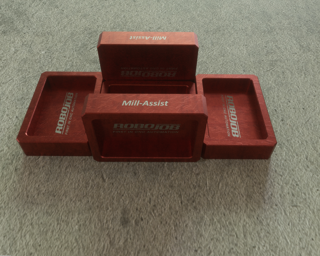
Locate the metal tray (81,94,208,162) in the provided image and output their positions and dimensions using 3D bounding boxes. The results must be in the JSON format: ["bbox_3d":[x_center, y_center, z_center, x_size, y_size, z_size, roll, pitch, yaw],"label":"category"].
[{"bbox_3d":[-0.016,0.002,0.358,0.131,0.089,0.030,0,50,0],"label":"metal tray"}]

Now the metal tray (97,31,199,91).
[{"bbox_3d":[-0.016,-0.089,0.437,0.131,0.089,0.030,0,50,-1],"label":"metal tray"}]

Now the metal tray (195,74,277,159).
[{"bbox_3d":[0.095,-0.019,0.419,0.091,0.030,0.130,1,50,0],"label":"metal tray"}]

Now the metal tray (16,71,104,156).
[{"bbox_3d":[-0.126,-0.023,0.419,0.091,0.030,0.130,1,50,0],"label":"metal tray"}]

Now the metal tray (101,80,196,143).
[{"bbox_3d":[-0.016,-0.024,0.421,0.131,0.030,0.090,1,50,0],"label":"metal tray"}]
